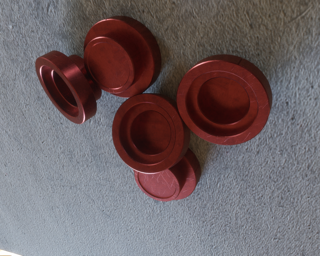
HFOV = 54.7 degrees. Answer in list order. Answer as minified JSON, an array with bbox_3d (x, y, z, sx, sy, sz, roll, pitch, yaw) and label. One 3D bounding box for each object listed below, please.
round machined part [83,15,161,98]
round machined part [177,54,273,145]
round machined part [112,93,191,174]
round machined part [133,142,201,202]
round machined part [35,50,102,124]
[{"bbox_3d":[-0.051,-0.081,0.372,0.098,0.042,0.097,13,124,20],"label":"round machined part"},{"bbox_3d":[0.071,-0.033,0.338,0.098,0.042,0.097,13,124,20],"label":"round machined part"},{"bbox_3d":[-0.008,0.005,0.389,0.098,0.042,0.097,3,96,25],"label":"round machined part"},{"bbox_3d":[0.004,0.063,0.432,0.098,0.042,0.097,13,124,20],"label":"round machined part"},{"bbox_3d":[-0.115,-0.057,0.407,0.098,0.042,0.097,33,146,27],"label":"round machined part"}]
